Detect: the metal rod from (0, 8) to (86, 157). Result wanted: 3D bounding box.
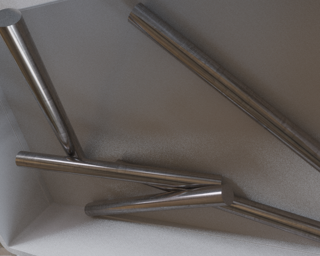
[{"bbox_3d":[-0.132,-0.016,0.394,0.025,0.025,0.299,23,151,14],"label":"metal rod"}]

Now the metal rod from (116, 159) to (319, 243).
[{"bbox_3d":[0.070,0.096,0.430,0.301,0.025,0.025,15,124,20],"label":"metal rod"}]

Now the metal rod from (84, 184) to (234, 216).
[{"bbox_3d":[-0.024,0.114,0.468,0.299,0.025,0.025,-19,109,43],"label":"metal rod"}]

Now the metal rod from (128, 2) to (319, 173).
[{"bbox_3d":[0.090,-0.035,0.339,0.300,0.025,0.025,39,129,2],"label":"metal rod"}]

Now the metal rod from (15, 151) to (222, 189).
[{"bbox_3d":[-0.065,0.061,0.443,0.301,0.025,0.025,5,122,11],"label":"metal rod"}]
